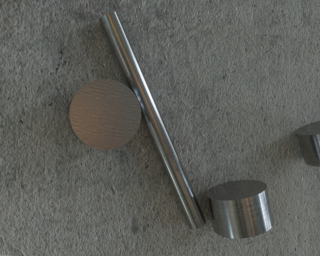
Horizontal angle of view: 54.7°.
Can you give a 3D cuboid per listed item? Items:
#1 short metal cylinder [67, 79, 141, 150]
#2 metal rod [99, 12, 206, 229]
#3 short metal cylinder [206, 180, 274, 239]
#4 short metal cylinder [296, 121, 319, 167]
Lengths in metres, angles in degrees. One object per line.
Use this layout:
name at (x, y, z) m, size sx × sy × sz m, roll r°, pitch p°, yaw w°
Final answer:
short metal cylinder at (-0.068, -0.015, 0.371) m, size 0.081 × 0.050 × 0.079 m, roll 0°, pitch 90°, yaw -20°
metal rod at (-0.006, -0.003, 0.406) m, size 0.025 × 0.025 × 0.299 m, roll -26°, pitch 99°, yaw -18°
short metal cylinder at (0.108, 0.107, 0.420) m, size 0.081 × 0.080 × 0.050 m, roll -14°, pitch 95°, yaw -20°
short metal cylinder at (0.258, 0.020, 0.475) m, size 0.081 × 0.080 × 0.050 m, roll -21°, pitch 97°, yaw -19°
